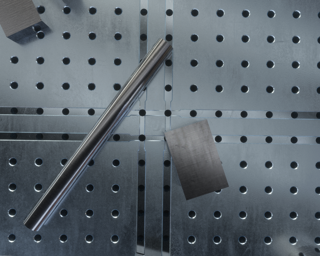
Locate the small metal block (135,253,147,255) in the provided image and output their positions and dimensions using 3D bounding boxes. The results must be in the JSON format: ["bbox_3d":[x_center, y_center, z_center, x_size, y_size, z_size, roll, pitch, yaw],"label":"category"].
[{"bbox_3d":[-0.016,0.202,0.413,0.050,0.025,0.050,15,90,-1],"label":"small metal block"}]

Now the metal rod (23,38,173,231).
[{"bbox_3d":[-0.081,0.008,0.412,0.025,0.025,0.299,36,90,-1],"label":"metal rod"}]

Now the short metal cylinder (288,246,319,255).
[{"bbox_3d":[0.208,0.203,0.404,0.081,0.050,0.079,0,90,-1],"label":"short metal cylinder"}]

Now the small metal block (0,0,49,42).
[{"bbox_3d":[-0.186,-0.150,0.411,0.050,0.025,0.050,-25,90,-1],"label":"small metal block"}]

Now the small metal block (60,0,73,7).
[{"bbox_3d":[-0.137,-0.192,0.399,0.050,0.050,0.025,42,90,-1],"label":"small metal block"}]

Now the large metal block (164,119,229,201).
[{"bbox_3d":[0.041,0.035,0.387,0.050,0.080,0.080,-18,90,0],"label":"large metal block"}]
